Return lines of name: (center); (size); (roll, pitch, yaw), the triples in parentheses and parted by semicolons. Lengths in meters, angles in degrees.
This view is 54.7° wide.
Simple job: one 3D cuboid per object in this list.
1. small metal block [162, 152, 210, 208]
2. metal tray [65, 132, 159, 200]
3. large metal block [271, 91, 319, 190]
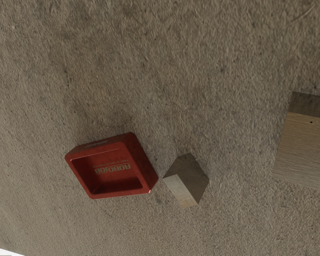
small metal block: (0.036, 0.069, 0.415); (0.025, 0.050, 0.050); (-25, 105, 37)
metal tray: (-0.077, 0.063, 0.482); (0.130, 0.030, 0.090); (-15, 111, 34)
large metal block: (0.165, 0.016, 0.313); (0.080, 0.050, 0.079); (14, 124, 20)
